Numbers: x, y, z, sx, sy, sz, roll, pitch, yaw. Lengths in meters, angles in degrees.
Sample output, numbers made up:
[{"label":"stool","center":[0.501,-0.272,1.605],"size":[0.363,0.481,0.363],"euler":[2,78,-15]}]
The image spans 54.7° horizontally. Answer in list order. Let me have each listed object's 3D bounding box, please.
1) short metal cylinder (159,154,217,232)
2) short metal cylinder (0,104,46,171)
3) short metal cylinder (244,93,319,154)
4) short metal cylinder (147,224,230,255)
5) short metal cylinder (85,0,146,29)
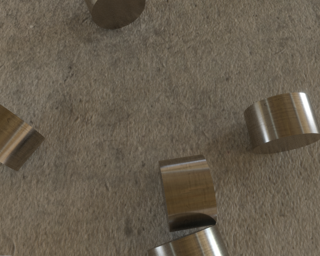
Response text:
[{"label":"short metal cylinder","center":[0.029,0.073,0.353],"size":[0.050,0.080,0.080],"euler":[-8,70,-3]},{"label":"short metal cylinder","center":[-0.189,0.008,0.374],"size":[0.080,0.080,0.050],"euler":[32,73,10]},{"label":"short metal cylinder","center":[0.150,-0.003,0.382],"size":[0.081,0.080,0.050],"euler":[-7,70,-3]},{"label":"short metal cylinder","center":[0.032,0.141,0.328],"size":[0.081,0.080,0.050],"euler":[-18,71,-7]},{"label":"short metal cylinder","center":[-0.068,-0.190,0.448],"size":[0.080,0.080,0.050],"euler":[-22,72,-8]}]
